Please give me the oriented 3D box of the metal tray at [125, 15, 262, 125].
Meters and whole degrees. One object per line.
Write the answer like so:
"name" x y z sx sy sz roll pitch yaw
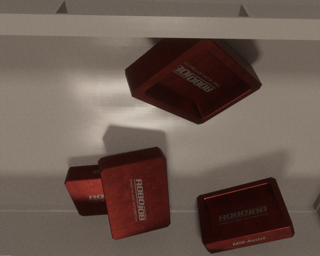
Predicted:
"metal tray" 0.040 -0.051 0.325 0.090 0.030 0.131 -33 150 27

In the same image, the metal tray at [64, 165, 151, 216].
"metal tray" -0.071 0.097 0.487 0.131 0.030 0.089 -5 130 4

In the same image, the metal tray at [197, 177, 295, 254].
"metal tray" 0.128 0.135 0.483 0.130 0.090 0.030 -18 128 14

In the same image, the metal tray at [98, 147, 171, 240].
"metal tray" -0.035 0.097 0.453 0.091 0.030 0.129 -11 118 -12
